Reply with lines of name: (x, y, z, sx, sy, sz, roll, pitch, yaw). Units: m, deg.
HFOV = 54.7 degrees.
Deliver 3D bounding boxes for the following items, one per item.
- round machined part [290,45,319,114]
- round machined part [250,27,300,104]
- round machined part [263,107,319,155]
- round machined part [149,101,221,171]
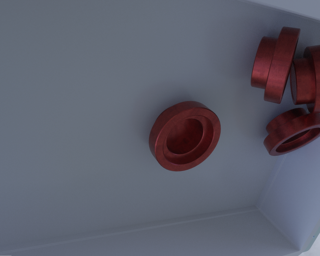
round machined part: (0.217, -0.069, 0.453, 0.042, 0.098, 0.098, -5, 129, 16)
round machined part: (0.150, -0.084, 0.409, 0.098, 0.042, 0.097, 15, 91, -69)
round machined part: (0.214, 0.003, 0.503, 0.099, 0.042, 0.098, -17, 153, -9)
round machined part: (0.029, 0.007, 0.420, 0.099, 0.042, 0.097, -14, 125, -21)
